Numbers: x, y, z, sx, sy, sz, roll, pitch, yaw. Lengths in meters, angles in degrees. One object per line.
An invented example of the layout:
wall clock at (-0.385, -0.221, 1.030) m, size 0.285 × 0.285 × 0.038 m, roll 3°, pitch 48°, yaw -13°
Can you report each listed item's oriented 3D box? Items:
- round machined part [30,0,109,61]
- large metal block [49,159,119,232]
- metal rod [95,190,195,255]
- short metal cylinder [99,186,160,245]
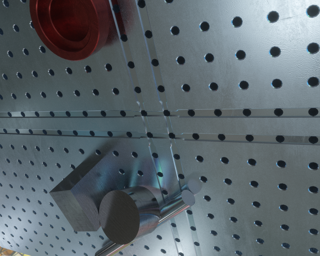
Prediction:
round machined part at (-0.102, -0.134, 0.371) m, size 0.098 × 0.042 × 0.097 m, roll 13°, pitch 124°, yaw 21°
large metal block at (-0.117, 0.109, 0.505) m, size 0.050 × 0.080 × 0.080 m, roll -14°, pitch 112°, yaw 34°
metal rod at (-0.041, 0.183, 0.546) m, size 0.025 × 0.025 × 0.298 m, roll 44°, pitch 129°, yaw -2°
short metal cylinder at (-0.048, 0.133, 0.481) m, size 0.080 × 0.050 × 0.080 m, roll -1°, pitch 88°, yaw 34°
